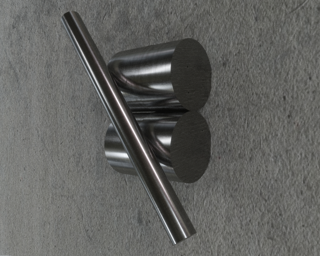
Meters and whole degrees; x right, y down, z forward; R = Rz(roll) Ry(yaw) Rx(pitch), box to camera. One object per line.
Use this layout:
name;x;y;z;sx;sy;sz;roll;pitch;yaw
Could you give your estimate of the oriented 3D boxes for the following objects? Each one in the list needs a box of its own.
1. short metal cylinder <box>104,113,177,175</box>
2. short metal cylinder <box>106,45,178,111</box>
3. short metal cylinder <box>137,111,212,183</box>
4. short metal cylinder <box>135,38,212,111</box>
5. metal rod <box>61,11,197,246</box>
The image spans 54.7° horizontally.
short metal cylinder;-0.022;0.021;0.389;0.050;0.081;0.079;1;91;40
short metal cylinder;-0.021;-0.060;0.389;0.050;0.081;0.079;1;91;40
short metal cylinder;0.017;0.021;0.357;0.050;0.081;0.079;1;91;40
short metal cylinder;0.017;-0.059;0.357;0.050;0.081;0.079;1;91;40
metal rod;-0.046;-0.019;0.340;0.025;0.025;0.299;-44;64;31
